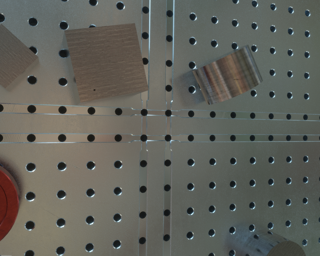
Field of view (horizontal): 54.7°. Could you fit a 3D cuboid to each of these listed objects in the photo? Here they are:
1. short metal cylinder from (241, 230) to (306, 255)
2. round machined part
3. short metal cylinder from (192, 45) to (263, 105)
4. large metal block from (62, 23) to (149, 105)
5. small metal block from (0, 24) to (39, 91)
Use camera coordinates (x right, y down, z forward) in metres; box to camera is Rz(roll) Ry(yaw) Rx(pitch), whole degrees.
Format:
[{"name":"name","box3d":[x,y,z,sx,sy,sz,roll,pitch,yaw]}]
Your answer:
[{"name":"short metal cylinder","box3d":[0.169,0.200,0.462,0.081,0.050,0.079,0,90,-20]},{"name":"round machined part","box3d":[-0.202,0.080,0.329,0.099,0.042,0.097,0,90,-20]},{"name":"short metal cylinder","box3d":[0.090,-0.071,0.416,0.080,0.080,0.050,-29,100,-18]},{"name":"large metal block","box3d":[-0.067,-0.075,0.374,0.081,0.050,0.080,-13,95,-20]},{"name":"small metal block","box3d":[-0.175,-0.078,0.348,0.050,0.025,0.050,44,76,-15]}]
